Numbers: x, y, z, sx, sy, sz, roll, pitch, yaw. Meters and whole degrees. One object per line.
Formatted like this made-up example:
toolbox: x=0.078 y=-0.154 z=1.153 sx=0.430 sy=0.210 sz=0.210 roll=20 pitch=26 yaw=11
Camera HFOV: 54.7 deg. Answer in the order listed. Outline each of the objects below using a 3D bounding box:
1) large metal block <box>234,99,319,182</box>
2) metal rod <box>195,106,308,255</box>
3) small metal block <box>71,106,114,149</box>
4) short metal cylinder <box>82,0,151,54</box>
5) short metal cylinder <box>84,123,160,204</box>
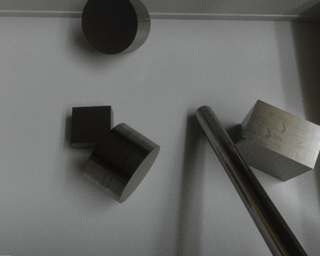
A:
large metal block: x=0.136 y=0.019 z=0.375 sx=0.080 sy=0.080 sz=0.050 roll=25 pitch=72 yaw=8
metal rod: x=0.094 y=0.070 z=0.306 sx=0.025 sy=0.025 sz=0.300 roll=-15 pitch=40 yaw=-6
small metal block: x=-0.088 y=-0.001 z=0.409 sx=0.050 sy=0.025 sz=0.050 roll=-3 pitch=70 yaw=-2
short metal cylinder: x=-0.059 y=-0.144 z=0.427 sx=0.080 sy=0.050 sz=0.079 roll=5 pitch=108 yaw=16
short metal cylinder: x=-0.043 y=0.041 z=0.365 sx=0.050 sy=0.080 sz=0.080 roll=33 pitch=73 yaw=11
